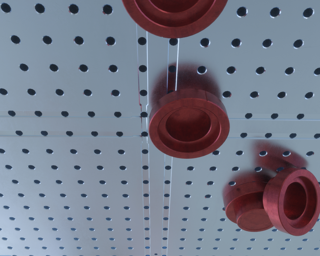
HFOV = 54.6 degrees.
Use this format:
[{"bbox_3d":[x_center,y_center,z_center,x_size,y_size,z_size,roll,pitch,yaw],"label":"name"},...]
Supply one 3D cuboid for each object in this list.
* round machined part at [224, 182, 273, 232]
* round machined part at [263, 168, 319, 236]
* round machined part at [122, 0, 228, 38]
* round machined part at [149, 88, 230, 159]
[{"bbox_3d":[0.159,0.137,0.518,0.099,0.042,0.097,0,130,0],"label":"round machined part"},{"bbox_3d":[0.196,0.109,0.471,0.098,0.098,0.042,33,164,-25],"label":"round machined part"},{"bbox_3d":[0.013,-0.137,0.284,0.099,0.042,0.097,0,130,0],"label":"round machined part"},{"bbox_3d":[0.035,-0.010,0.392,0.099,0.042,0.097,0,130,0],"label":"round machined part"}]
